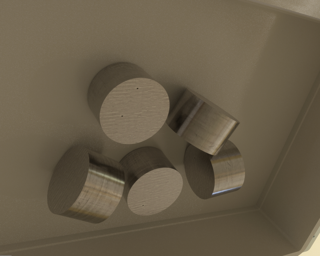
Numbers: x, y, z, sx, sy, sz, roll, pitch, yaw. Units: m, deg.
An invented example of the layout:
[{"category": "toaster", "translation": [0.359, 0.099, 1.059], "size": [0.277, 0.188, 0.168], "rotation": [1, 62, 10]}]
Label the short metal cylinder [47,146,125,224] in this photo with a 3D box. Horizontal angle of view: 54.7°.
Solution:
[{"category": "short metal cylinder", "translation": [-0.087, 0.067, 0.365], "size": [0.050, 0.080, 0.080], "rotation": [31, 101, -38]}]

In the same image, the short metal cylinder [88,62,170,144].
[{"category": "short metal cylinder", "translation": [-0.036, -0.029, 0.354], "size": [0.081, 0.050, 0.079], "rotation": [-14, 125, -21]}]

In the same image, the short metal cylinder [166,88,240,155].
[{"category": "short metal cylinder", "translation": [0.055, -0.009, 0.399], "size": [0.080, 0.080, 0.050], "rotation": [24, 105, -37]}]

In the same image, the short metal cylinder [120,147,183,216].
[{"category": "short metal cylinder", "translation": [-0.016, 0.073, 0.429], "size": [0.081, 0.050, 0.079], "rotation": [-14, 125, -21]}]

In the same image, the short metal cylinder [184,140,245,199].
[{"category": "short metal cylinder", "translation": [0.077, 0.059, 0.451], "size": [0.050, 0.080, 0.079], "rotation": [-9, 122, -24]}]
